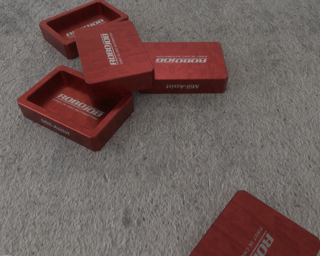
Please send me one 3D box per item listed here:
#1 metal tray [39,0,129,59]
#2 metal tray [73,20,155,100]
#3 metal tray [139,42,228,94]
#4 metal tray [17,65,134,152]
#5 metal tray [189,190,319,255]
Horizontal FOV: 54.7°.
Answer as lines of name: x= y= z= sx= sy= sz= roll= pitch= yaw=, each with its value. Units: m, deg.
metal tray: x=-0.131 y=-0.179 z=0.549 sx=0.131 sy=0.030 sz=0.090 roll=-35 pitch=58 yaw=-26
metal tray: x=-0.068 y=-0.103 z=0.446 sx=0.091 sy=0.030 sz=0.130 roll=-13 pitch=51 yaw=-11
metal tray: x=0.032 y=-0.095 z=0.480 sx=0.131 sy=0.030 sz=0.090 roll=0 pitch=50 yaw=-1
metal tray: x=-0.113 y=-0.032 z=0.425 sx=0.130 sy=0.030 sz=0.090 roll=24 pitch=54 yaw=18
metal tray: x=0.078 y=0.132 z=0.289 sx=0.090 sy=0.030 sz=0.131 roll=33 pitch=57 yaw=24
